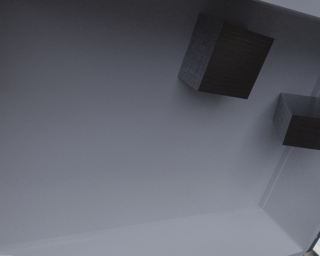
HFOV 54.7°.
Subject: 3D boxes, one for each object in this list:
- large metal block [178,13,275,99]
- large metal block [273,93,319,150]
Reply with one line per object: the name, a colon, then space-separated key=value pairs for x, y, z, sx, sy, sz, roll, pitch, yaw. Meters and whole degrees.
large metal block: x=0.080 y=-0.086 z=0.382 sx=0.081 sy=0.050 sz=0.079 roll=5 pitch=116 yaw=-31
large metal block: x=0.225 y=-0.010 z=0.469 sx=0.080 sy=0.080 sz=0.050 roll=8 pitch=120 yaw=4
